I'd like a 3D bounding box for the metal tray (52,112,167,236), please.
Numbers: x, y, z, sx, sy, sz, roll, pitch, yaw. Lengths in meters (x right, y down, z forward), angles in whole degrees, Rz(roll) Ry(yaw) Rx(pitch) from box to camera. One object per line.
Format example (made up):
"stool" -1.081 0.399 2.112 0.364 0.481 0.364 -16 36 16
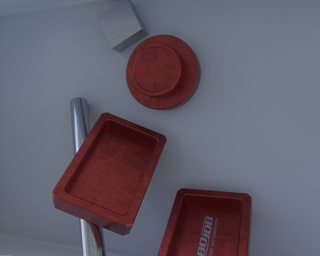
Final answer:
"metal tray" -0.054 0.049 0.369 0.090 0.130 0.030 22 140 1

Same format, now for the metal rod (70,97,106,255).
"metal rod" -0.086 0.083 0.370 0.025 0.025 0.299 -28 54 17

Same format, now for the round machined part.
"round machined part" 0.000 -0.072 0.401 0.098 0.042 0.097 0 90 19

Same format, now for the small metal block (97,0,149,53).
"small metal block" -0.051 -0.141 0.428 0.050 0.025 0.050 -28 81 17

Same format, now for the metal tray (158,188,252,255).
"metal tray" 0.051 0.128 0.340 0.090 0.130 0.030 1 128 19
